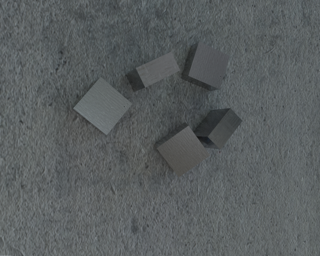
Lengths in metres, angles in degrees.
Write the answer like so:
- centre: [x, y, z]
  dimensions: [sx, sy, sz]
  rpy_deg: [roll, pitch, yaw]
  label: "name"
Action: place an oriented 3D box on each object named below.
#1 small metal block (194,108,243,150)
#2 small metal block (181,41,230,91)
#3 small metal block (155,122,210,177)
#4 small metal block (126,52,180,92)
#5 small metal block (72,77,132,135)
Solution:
- centre: [0.076, 0.001, 0.424]
  dimensions: [0.025, 0.050, 0.050]
  rpy_deg: [44, 76, -15]
  label: "small metal block"
- centre: [0.063, -0.085, 0.432]
  dimensions: [0.050, 0.025, 0.050]
  rpy_deg: [20, 83, -19]
  label: "small metal block"
- centre: [0.030, 0.028, 0.412]
  dimensions: [0.050, 0.025, 0.050]
  rpy_deg: [-36, 103, 2]
  label: "small metal block"
- centre: [-0.010, -0.070, 0.392]
  dimensions: [0.050, 0.050, 0.025]
  rpy_deg: [-29, 100, -18]
  label: "small metal block"
- centre: [-0.072, -0.026, 0.382]
  dimensions: [0.050, 0.025, 0.050]
  rpy_deg: [41, 77, -16]
  label: "small metal block"
